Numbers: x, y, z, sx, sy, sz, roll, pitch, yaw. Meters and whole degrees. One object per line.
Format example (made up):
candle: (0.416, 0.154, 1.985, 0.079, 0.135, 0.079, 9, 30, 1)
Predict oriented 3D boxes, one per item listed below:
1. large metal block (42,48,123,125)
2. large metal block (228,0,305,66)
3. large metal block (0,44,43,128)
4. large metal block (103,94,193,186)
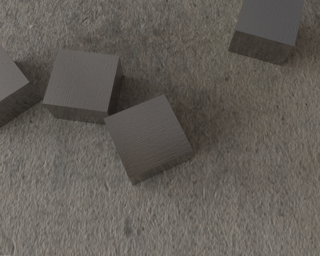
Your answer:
large metal block: (-0.098, -0.053, 0.413, 0.080, 0.050, 0.080, 8, 70, 2)
large metal block: (0.153, -0.147, 0.451, 0.080, 0.050, 0.080, 18, 71, 6)
large metal block: (-0.220, -0.054, 0.412, 0.080, 0.050, 0.080, -38, 75, -13)
large metal block: (-0.015, 0.016, 0.389, 0.080, 0.050, 0.080, -23, 72, -9)
